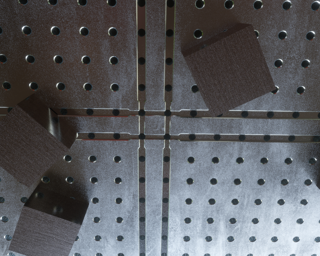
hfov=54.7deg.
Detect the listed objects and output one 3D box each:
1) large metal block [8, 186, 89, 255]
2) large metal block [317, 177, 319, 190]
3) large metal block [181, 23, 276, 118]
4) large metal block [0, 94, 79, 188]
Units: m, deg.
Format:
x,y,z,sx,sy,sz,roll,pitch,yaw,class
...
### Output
x,y,z,sx,sy,sz,roll,pitch,yaw,class
-0.160,0.143,0.451,0.080,0.050,0.079,22,108,-9,large metal block
0.279,0.064,0.428,0.081,0.050,0.079,7,110,-3,large metal block
0.081,-0.070,0.375,0.080,0.050,0.080,-25,109,8,large metal block
-0.169,0.016,0.404,0.080,0.050,0.080,-42,105,13,large metal block
